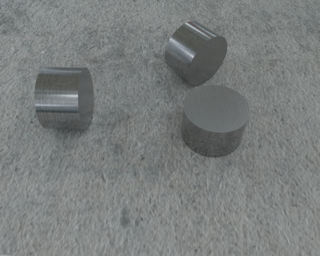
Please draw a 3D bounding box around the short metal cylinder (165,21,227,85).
[{"bbox_3d":[0.054,-0.111,0.461,0.080,0.080,0.050,-33,58,-25],"label":"short metal cylinder"}]

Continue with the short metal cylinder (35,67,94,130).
[{"bbox_3d":[-0.120,-0.038,0.398,0.050,0.080,0.080,1,50,0],"label":"short metal cylinder"}]

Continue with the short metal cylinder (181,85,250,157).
[{"bbox_3d":[0.069,-0.009,0.396,0.081,0.050,0.080,0,50,0],"label":"short metal cylinder"}]
